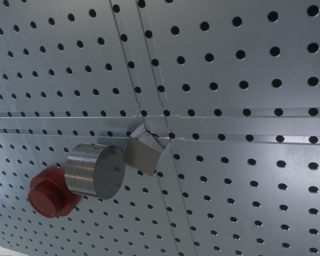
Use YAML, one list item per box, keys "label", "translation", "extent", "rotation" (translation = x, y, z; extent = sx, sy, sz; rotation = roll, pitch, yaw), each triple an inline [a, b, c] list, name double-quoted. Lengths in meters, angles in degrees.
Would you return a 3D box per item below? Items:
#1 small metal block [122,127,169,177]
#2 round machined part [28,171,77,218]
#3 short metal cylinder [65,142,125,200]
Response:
- label: "small metal block"
  translation: [-0.021, 0.035, 0.444]
  extent: [0.050, 0.025, 0.050]
  rotation: [28, 128, 10]
- label: "round machined part"
  translation: [-0.213, 0.134, 0.595]
  extent: [0.098, 0.042, 0.097]
  rotation: [13, 124, 21]
- label: "short metal cylinder"
  translation: [-0.095, 0.063, 0.465]
  extent: [0.050, 0.080, 0.079]
  rotation: [4, 120, 26]
